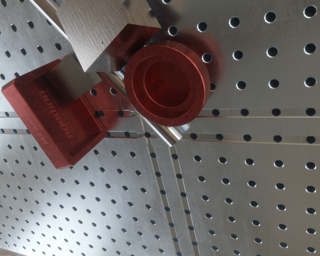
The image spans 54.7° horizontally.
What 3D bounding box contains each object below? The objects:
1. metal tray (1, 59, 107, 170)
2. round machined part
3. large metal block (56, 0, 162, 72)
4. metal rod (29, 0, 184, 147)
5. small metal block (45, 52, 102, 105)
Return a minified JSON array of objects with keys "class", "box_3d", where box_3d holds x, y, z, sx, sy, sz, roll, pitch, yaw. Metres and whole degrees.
[{"class":"metal tray","box_3d":[-0.139,-0.020,0.427,0.030,0.090,0.130,-19,109,35]},{"class":"round machined part","box_3d":[0.011,-0.054,0.360,0.098,0.042,0.097,13,124,20]},{"class":"large metal block","box_3d":[-0.058,-0.117,0.335,0.080,0.050,0.080,-35,77,38]},{"class":"metal rod","box_3d":[-0.081,-0.092,0.395,0.300,0.025,0.025,46,129,-5]},{"class":"small metal block","box_3d":[-0.117,-0.068,0.420,0.050,0.025,0.050,-32,103,23]}]
